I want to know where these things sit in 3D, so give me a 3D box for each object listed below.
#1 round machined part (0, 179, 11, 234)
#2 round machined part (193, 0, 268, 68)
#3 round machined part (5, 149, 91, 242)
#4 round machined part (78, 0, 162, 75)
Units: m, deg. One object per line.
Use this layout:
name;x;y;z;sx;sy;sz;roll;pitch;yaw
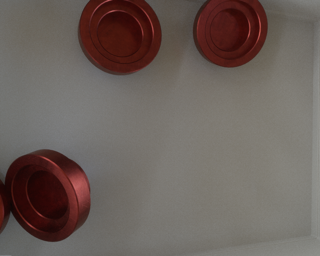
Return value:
round machined part;-0.210;0.086;0.313;0.099;0.042;0.097;0;93;-7
round machined part;0.093;-0.135;0.427;0.099;0.042;0.097;-3;108;-10
round machined part;-0.117;0.070;0.341;0.098;0.042;0.097;5;104;22
round machined part;-0.051;-0.114;0.383;0.099;0.042;0.097;0;90;-21
